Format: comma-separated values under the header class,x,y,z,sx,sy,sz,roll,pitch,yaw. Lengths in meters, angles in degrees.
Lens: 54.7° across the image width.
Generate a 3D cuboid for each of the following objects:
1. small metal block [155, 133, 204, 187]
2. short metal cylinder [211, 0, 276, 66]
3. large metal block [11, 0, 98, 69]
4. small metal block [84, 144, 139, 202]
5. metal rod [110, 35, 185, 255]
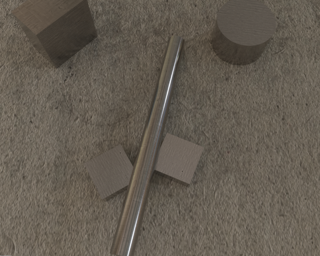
class,x,y,z,sx,sy,sz,roll,pitch,yaw
small metal block,0.022,0.041,0.394,0.050,0.025,0.050,22,71,7
short metal cylinder,0.118,-0.138,0.447,0.081,0.050,0.080,0,70,0
large metal block,-0.141,-0.143,0.429,0.050,0.080,0.080,43,75,13
small metal block,-0.059,0.056,0.387,0.050,0.025,0.050,-28,73,-10
metal rod,-0.008,0.003,0.388,0.025,0.025,0.300,12,63,4
